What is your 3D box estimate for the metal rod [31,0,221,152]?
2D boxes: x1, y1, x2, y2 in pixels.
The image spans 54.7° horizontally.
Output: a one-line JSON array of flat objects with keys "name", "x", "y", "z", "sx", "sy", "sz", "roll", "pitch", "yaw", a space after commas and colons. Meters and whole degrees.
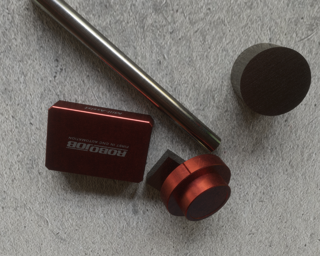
[{"name": "metal rod", "x": -0.038, "y": -0.070, "z": 0.383, "sx": 0.300, "sy": 0.025, "sz": 0.025, "roll": 40, "pitch": 105, "yaw": -14}]

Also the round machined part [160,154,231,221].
[{"name": "round machined part", "x": 0.053, "y": 0.084, "z": 0.408, "sx": 0.099, "sy": 0.042, "sz": 0.097, "roll": -19, "pitch": 135, "yaw": -19}]

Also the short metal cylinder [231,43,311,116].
[{"name": "short metal cylinder", "x": 0.131, "y": -0.060, "z": 0.376, "sx": 0.081, "sy": 0.050, "sz": 0.079, "roll": 0, "pitch": 110, "yaw": 0}]

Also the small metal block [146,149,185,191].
[{"name": "small metal block", "x": 0.016, "y": 0.066, "z": 0.434, "sx": 0.050, "sy": 0.025, "sz": 0.050, "roll": 35, "pitch": 106, "yaw": -12}]

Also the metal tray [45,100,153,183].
[{"name": "metal tray", "x": -0.081, "y": 0.019, "z": 0.413, "sx": 0.131, "sy": 0.030, "sz": 0.089, "roll": 9, "pitch": 110, "yaw": -4}]
